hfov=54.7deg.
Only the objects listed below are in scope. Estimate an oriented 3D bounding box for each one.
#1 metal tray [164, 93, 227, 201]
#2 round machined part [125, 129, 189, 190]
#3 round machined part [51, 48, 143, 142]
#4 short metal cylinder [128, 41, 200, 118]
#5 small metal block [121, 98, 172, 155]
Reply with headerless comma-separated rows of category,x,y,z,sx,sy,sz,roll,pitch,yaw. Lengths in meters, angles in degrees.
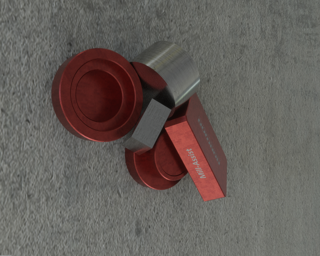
metal tray,0.053,0.022,0.421,0.130,0.030,0.090,61,24,-22
round machined part,0.007,0.032,0.403,0.099,0.042,0.097,0,90,-40
round machined part,-0.070,-0.034,0.338,0.099,0.042,0.097,0,90,-40
short metal cylinder,0.000,-0.057,0.373,0.050,0.080,0.080,-45,118,-31
small metal block,-0.017,0.000,0.355,0.025,0.050,0.050,31,69,-10
